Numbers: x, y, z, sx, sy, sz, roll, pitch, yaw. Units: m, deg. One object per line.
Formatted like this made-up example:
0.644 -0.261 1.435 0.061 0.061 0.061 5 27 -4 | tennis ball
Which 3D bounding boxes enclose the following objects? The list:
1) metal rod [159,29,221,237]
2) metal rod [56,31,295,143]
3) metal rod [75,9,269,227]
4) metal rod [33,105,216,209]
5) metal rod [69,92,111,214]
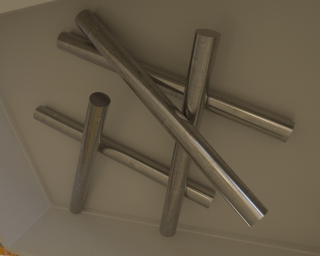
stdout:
0.029 0.031 0.378 0.025 0.025 0.298 20 126 16 | metal rod
0.007 -0.055 0.370 0.301 0.025 0.025 24 127 13 | metal rod
0.001 -0.023 0.337 0.300 0.025 0.025 50 131 15 | metal rod
-0.060 0.038 0.464 0.301 0.025 0.025 25 128 12 | metal rod
-0.115 0.058 0.478 0.025 0.025 0.298 33 137 7 | metal rod
